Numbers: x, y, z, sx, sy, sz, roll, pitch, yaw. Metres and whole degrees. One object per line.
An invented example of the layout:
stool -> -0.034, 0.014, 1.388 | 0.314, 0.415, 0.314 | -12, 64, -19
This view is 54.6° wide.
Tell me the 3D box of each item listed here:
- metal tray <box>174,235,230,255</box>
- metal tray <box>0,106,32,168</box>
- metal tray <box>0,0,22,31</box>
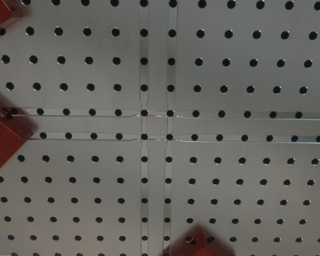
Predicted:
metal tray -> 0.053, 0.243, 0.500 | 0.090, 0.030, 0.130 | 41, 105, -14
metal tray -> -0.252, -0.001, 0.408 | 0.090, 0.030, 0.130 | -43, 105, 14
metal tray -> -0.236, -0.162, 0.349 | 0.090, 0.030, 0.130 | -29, 108, 10
